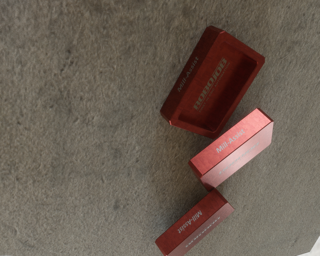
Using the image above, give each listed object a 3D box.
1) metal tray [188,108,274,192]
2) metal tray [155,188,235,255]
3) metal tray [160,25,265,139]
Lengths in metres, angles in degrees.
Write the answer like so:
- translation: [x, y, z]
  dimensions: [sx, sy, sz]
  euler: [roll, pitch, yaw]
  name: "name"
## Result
- translation: [0.110, 0.036, 0.469]
  dimensions: [0.130, 0.030, 0.090]
  euler: [-38, 151, -3]
  name: "metal tray"
- translation: [0.062, 0.163, 0.522]
  dimensions: [0.130, 0.030, 0.090]
  euler: [-42, 150, 0]
  name: "metal tray"
- translation: [0.069, -0.055, 0.409]
  dimensions: [0.091, 0.030, 0.129]
  euler: [18, 109, -36]
  name: "metal tray"
